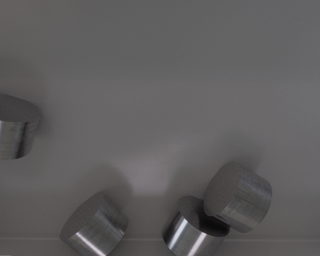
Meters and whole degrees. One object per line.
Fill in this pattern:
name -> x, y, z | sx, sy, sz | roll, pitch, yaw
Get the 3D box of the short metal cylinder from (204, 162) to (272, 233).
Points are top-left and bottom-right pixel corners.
short metal cylinder -> 0.103, 0.092, 0.417 | 0.050, 0.080, 0.080 | 30, 107, -11

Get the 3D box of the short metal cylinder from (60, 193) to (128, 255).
short metal cylinder -> -0.091, 0.138, 0.432 | 0.080, 0.080, 0.050 | -38, 106, 13

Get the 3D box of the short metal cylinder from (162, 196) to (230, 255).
short metal cylinder -> 0.050, 0.141, 0.434 | 0.080, 0.080, 0.050 | 24, 108, -9

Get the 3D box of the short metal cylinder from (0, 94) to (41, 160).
short metal cylinder -> -0.194, -0.003, 0.379 | 0.080, 0.080, 0.050 | 19, 109, -7
